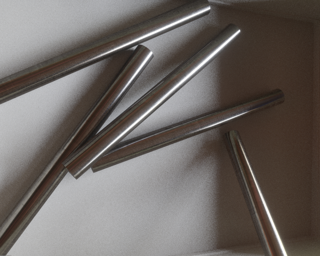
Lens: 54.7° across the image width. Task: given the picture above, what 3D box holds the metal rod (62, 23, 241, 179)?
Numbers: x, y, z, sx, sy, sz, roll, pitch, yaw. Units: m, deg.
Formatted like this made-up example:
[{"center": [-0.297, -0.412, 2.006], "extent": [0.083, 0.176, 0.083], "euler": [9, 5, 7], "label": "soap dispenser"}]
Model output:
[{"center": [0.003, -0.046, 0.399], "extent": [0.301, 0.025, 0.025], "euler": [-42, 104, -20], "label": "metal rod"}]

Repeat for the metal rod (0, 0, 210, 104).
[{"center": [-0.063, -0.103, 0.387], "extent": [0.302, 0.025, 0.025], "euler": [-29, 100, -18], "label": "metal rod"}]

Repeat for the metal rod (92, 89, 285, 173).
[{"center": [0.049, -0.003, 0.429], "extent": [0.302, 0.025, 0.025], "euler": [-19, 97, -19], "label": "metal rod"}]

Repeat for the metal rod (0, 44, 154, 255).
[{"center": [-0.102, 0.020, 0.373], "extent": [0.025, 0.025, 0.300], "euler": [38, 78, -16], "label": "metal rod"}]

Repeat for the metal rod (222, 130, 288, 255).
[{"center": [0.131, 0.131, 0.370], "extent": [0.025, 0.025, 0.299], "euler": [2, 53, -20], "label": "metal rod"}]
